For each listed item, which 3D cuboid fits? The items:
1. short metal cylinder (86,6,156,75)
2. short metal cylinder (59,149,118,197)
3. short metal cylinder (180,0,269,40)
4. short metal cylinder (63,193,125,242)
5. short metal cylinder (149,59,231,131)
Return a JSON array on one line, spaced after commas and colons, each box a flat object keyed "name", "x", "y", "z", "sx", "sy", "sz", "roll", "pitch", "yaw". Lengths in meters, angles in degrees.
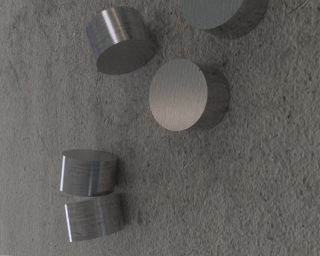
[{"name": "short metal cylinder", "x": -0.052, "y": -0.114, "z": 0.413, "sx": 0.080, "sy": 0.081, "sz": 0.050, "roll": -33, "pitch": 70, "yaw": 35}, {"name": "short metal cylinder", "x": -0.105, "y": 0.064, "z": 0.456, "sx": 0.080, "sy": 0.081, "sz": 0.050, "roll": 11, "pitch": 97, "yaw": 39}, {"name": "short metal cylinder", "x": 0.068, "y": -0.141, "z": 0.332, "sx": 0.080, "sy": 0.050, "sz": 0.080, "roll": 0, "pitch": 90, "yaw": 40}, {"name": "short metal cylinder", "x": -0.095, "y": 0.127, "z": 0.448, "sx": 0.080, "sy": 0.081, "sz": 0.050, "roll": -19, "pitch": 78, "yaw": 38}, {"name": "short metal cylinder", "x": 0.034, "y": -0.037, "z": 0.361, "sx": 0.080, "sy": 0.050, "sz": 0.080, "roll": 0, "pitch": 90, "yaw": 40}]
